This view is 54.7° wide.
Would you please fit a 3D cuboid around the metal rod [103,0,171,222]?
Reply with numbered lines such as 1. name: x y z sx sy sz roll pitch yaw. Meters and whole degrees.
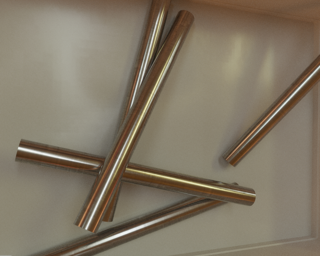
1. metal rod: -0.034 -0.031 0.398 0.025 0.025 0.299 16 84 -20

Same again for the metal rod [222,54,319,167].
1. metal rod: 0.199 -0.061 0.426 0.025 0.025 0.299 39 100 -17

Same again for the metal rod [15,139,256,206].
1. metal rod: -0.013 0.060 0.379 0.302 0.025 0.025 15 85 -20

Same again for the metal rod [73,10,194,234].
1. metal rod: -0.020 -0.025 0.368 0.025 0.025 0.300 31 66 -18

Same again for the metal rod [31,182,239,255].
1. metal rod: -0.024 0.128 0.402 0.302 0.025 0.025 -15 95 -20
